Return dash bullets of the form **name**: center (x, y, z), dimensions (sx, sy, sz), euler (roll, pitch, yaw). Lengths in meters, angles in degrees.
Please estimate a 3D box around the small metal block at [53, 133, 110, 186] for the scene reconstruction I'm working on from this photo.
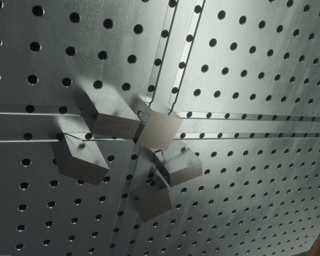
- **small metal block**: center (-0.094, 0.037, 0.368), dimensions (0.050, 0.050, 0.025), euler (28, 103, -38)

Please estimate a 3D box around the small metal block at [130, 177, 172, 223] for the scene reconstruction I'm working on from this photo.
- **small metal block**: center (-0.012, 0.110, 0.474), dimensions (0.050, 0.025, 0.050), euler (-23, 127, -15)

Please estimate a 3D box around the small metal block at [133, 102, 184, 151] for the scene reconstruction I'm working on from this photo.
- **small metal block**: center (-0.005, -0.001, 0.409), dimensions (0.050, 0.025, 0.050), euler (15, 110, -35)

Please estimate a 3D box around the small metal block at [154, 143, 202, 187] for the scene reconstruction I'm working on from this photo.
- **small metal block**: center (0.026, 0.052, 0.443), dimensions (0.050, 0.050, 0.025), euler (-17, 126, -19)

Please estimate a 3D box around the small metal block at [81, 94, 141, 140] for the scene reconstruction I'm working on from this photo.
- **small metal block**: center (-0.058, -0.013, 0.357), dimensions (0.050, 0.050, 0.025), euler (11, 113, -33)
